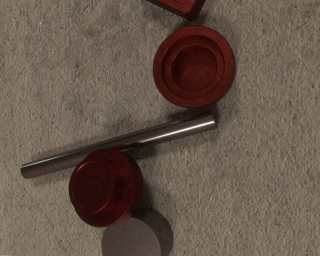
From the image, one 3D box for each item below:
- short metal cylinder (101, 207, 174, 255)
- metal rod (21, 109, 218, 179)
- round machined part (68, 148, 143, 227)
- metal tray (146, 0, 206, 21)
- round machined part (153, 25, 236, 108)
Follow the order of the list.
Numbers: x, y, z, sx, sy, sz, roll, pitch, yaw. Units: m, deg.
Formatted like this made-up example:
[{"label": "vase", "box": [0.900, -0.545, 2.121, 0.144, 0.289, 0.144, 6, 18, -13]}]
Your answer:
[{"label": "short metal cylinder", "box": [-0.028, 0.150, 0.405, 0.080, 0.050, 0.079, 0, 90, 19]}, {"label": "metal rod", "box": [-0.069, 0.028, 0.432, 0.301, 0.025, 0.025, -16, 85, 18]}, {"label": "round machined part", "box": [-0.074, 0.072, 0.385, 0.098, 0.042, 0.098, -8, 72, 26]}, {"label": "metal tray", "box": [0.033, -0.216, 0.393, 0.090, 0.030, 0.129, 32, 100, 17]}, {"label": "round machined part", "box": [0.044, -0.072, 0.384, 0.098, 0.042, 0.097, 0, 90, 19]}]
